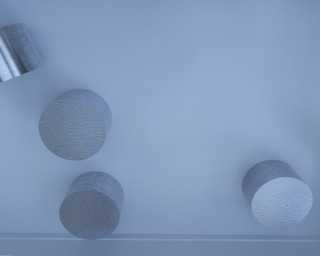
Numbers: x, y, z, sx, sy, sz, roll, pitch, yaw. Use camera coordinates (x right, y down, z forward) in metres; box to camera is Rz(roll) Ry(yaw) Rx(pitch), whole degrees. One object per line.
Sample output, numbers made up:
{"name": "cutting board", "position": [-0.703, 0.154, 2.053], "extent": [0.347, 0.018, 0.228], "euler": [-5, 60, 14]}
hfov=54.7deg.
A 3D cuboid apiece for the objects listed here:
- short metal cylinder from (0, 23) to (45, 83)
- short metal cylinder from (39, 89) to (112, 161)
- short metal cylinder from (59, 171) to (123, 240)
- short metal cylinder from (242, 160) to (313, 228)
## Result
{"name": "short metal cylinder", "position": [-0.181, -0.080, 0.351], "extent": [0.080, 0.080, 0.050], "euler": [-18, 109, 6]}
{"name": "short metal cylinder", "position": [-0.105, -0.005, 0.395], "extent": [0.081, 0.050, 0.079], "euler": [0, 110, 0]}
{"name": "short metal cylinder", "position": [-0.094, 0.108, 0.437], "extent": [0.081, 0.050, 0.079], "euler": [0, 110, 0]}
{"name": "short metal cylinder", "position": [0.161, 0.091, 0.433], "extent": [0.081, 0.050, 0.079], "euler": [0, 110, 0]}
